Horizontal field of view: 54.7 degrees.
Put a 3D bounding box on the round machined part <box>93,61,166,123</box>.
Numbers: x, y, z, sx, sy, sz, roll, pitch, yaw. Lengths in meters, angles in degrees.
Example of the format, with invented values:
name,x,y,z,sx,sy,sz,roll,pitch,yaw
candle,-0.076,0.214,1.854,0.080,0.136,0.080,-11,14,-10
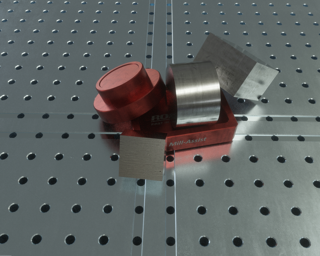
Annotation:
name,x,y,z,sx,sy,sz,roll,pitch,yaw
round machined part,-0.045,-0.053,0.411,0.098,0.042,0.098,-19,33,13

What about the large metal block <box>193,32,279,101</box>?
name,x,y,z,sx,sy,sz,roll,pitch,yaw
large metal block,0.105,-0.083,0.432,0.081,0.050,0.080,0,38,-51

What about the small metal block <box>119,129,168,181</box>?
name,x,y,z,sx,sy,sz,roll,pitch,yaw
small metal block,-0.019,0.031,0.358,0.050,0.050,0.025,6,16,5

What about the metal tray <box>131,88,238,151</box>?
name,x,y,z,sx,sy,sz,roll,pitch,yaw
metal tray,0.026,-0.017,0.415,0.131,0.030,0.090,-9,51,-8

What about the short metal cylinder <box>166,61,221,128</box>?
name,x,y,z,sx,sy,sz,roll,pitch,yaw
short metal cylinder,0.038,-0.042,0.386,0.050,0.080,0.080,-6,50,-6
